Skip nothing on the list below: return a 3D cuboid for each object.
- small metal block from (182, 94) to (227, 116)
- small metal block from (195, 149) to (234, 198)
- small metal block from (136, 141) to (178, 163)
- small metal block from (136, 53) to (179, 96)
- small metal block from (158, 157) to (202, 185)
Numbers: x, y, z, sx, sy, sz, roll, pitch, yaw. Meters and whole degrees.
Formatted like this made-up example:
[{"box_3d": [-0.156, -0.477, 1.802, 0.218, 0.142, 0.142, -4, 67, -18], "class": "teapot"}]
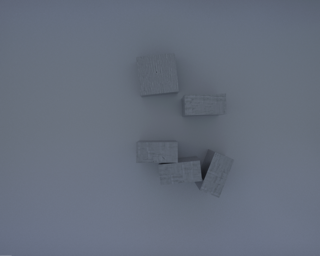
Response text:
[{"box_3d": [0.055, -0.029, 0.399, 0.050, 0.050, 0.025, -2, 90, 0], "class": "small metal block"}, {"box_3d": [0.069, 0.057, 0.399, 0.025, 0.050, 0.050, 22, 90, -1], "class": "small metal block"}, {"box_3d": [-0.004, 0.030, 0.399, 0.050, 0.050, 0.025, 0, 90, 0], "class": "small metal block"}, {"box_3d": [-0.003, -0.069, 0.411, 0.050, 0.025, 0.050, -6, 90, 0], "class": "small metal block"}, {"box_3d": [0.026, 0.054, 0.398, 0.050, 0.050, 0.025, -6, 90, 3], "class": "small metal block"}]
